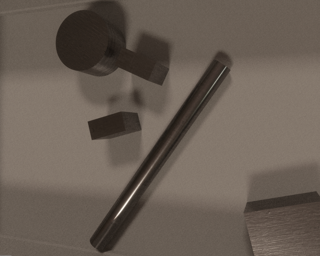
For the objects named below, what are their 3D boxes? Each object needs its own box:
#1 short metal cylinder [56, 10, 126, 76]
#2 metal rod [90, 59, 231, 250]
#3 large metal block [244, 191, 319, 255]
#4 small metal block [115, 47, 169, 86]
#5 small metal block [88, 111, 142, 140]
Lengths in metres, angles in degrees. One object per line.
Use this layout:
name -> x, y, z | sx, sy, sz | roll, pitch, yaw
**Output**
short metal cylinder -> -0.095, -0.115, 0.429 | 0.080, 0.050, 0.079 | 0, 90, 19
metal rod -> -0.006, 0.043, 0.411 | 0.025, 0.025, 0.299 | 37, 101, 16
large metal block -> 0.146, 0.122, 0.346 | 0.080, 0.050, 0.080 | -15, 85, 19
small metal block -> -0.022, -0.079, 0.404 | 0.050, 0.050, 0.025 | 27, 99, 17
small metal block -> -0.060, -0.003, 0.417 | 0.050, 0.050, 0.025 | -15, 85, 19
